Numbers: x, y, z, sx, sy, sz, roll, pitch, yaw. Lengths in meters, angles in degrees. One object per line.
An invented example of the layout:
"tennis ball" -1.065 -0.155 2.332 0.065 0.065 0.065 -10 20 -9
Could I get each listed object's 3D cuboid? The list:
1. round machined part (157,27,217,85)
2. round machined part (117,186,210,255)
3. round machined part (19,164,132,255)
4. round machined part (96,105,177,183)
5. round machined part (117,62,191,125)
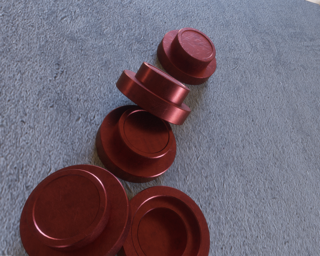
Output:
"round machined part" 0.049 -0.120 0.492 0.099 0.042 0.098 14 56 -21
"round machined part" -0.001 0.114 0.323 0.099 0.042 0.098 14 56 -21
"round machined part" -0.077 0.076 0.279 0.099 0.042 0.098 -2 57 3
"round machined part" -0.023 0.013 0.372 0.099 0.042 0.098 13 56 -21
"round machined part" -0.002 -0.048 0.388 0.098 0.042 0.098 31 13 -7
